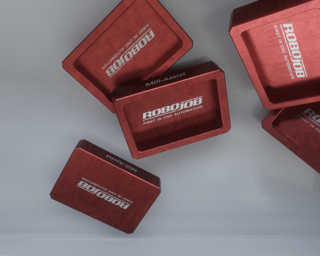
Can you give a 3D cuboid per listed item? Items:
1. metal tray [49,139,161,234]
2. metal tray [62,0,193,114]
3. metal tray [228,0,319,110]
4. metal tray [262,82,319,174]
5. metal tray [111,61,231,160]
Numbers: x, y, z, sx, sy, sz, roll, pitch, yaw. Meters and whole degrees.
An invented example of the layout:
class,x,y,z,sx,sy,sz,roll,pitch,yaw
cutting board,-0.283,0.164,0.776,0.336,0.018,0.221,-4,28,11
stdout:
class,x,y,z,sx,sy,sz,roll,pitch,yaw
metal tray,-0.075,0.085,0.439,0.131,0.030,0.090,29,107,-10
metal tray,-0.038,-0.091,0.369,0.130,0.030,0.090,-41,112,13
metal tray,0.138,-0.077,0.325,0.090,0.030,0.130,-11,138,31
metal tray,0.202,0.004,0.370,0.130,0.030,0.090,45,108,26
metal tray,0.016,-0.020,0.380,0.131,0.030,0.090,-17,124,-2
